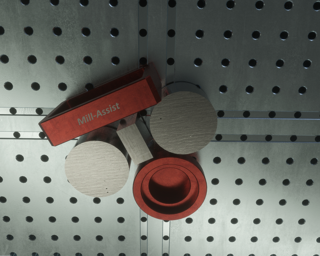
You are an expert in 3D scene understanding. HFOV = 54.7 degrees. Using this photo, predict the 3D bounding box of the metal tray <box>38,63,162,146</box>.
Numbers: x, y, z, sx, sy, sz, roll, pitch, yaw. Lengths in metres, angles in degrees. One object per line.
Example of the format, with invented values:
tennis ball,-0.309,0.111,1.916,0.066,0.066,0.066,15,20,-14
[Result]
metal tray,-0.064,-0.030,0.362,0.130,0.090,0.030,-22,109,8

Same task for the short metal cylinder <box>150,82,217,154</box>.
short metal cylinder,0.028,-0.013,0.391,0.081,0.050,0.079,0,110,0

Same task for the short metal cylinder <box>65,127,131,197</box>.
short metal cylinder,-0.079,0.044,0.411,0.081,0.050,0.079,0,110,0

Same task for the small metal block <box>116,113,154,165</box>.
small metal block,-0.030,0.012,0.399,0.025,0.050,0.050,-24,109,8

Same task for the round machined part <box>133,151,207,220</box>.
round machined part,0.013,0.075,0.428,0.099,0.042,0.097,0,110,0
